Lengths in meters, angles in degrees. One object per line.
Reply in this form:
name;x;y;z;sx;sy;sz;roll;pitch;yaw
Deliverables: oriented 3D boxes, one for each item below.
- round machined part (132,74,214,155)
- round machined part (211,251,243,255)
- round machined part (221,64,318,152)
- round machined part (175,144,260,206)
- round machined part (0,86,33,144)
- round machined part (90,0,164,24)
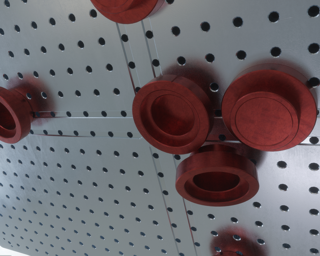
round machined part;0.019;-0.019;0.379;0.098;0.042;0.097;13;124;21
round machined part;0.112;0.234;0.486;0.098;0.042;0.097;13;124;21
round machined part;0.113;-0.015;0.331;0.098;0.042;0.097;13;124;21
round machined part;0.069;0.056;0.382;0.098;0.042;0.098;4;141;3
round machined part;-0.255;-0.026;0.520;0.098;0.042;0.097;13;124;21
round machined part;-0.043;-0.159;0.325;0.098;0.042;0.097;13;124;21
